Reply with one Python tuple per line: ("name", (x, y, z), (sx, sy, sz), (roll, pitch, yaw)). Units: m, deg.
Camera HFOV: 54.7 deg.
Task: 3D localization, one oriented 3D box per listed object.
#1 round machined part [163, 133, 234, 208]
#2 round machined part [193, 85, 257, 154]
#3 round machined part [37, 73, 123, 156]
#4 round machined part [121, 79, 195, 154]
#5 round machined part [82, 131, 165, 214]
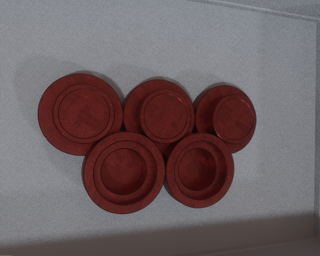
("round machined part", (0.046, 0.054, 0.417), (0.099, 0.042, 0.097), (0, 90, -20))
("round machined part", (0.094, -0.012, 0.433), (0.099, 0.042, 0.097), (0, 89, -20))
("round machined part", (-0.091, -0.016, 0.365), (0.099, 0.042, 0.097), (0, 89, -21))
("round machined part", (0.001, -0.014, 0.399), (0.099, 0.042, 0.097), (0, 89, -20))
("round machined part", (-0.046, 0.052, 0.382), (0.099, 0.042, 0.097), (0, 90, -20))
